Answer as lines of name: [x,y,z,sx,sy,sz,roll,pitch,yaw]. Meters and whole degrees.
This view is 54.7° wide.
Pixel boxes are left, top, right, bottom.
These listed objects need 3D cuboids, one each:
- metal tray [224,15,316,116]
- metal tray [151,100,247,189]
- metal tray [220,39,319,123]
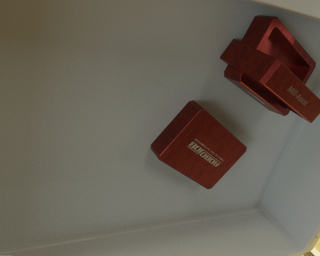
metal tray: [0.155,-0.081,0.427,0.131,0.030,0.090,25,95,-39]
metal tray: [0.061,0.030,0.457,0.090,0.030,0.130,-49,129,6]
metal tray: [0.149,-0.061,0.409,0.131,0.090,0.030,25,106,-37]
